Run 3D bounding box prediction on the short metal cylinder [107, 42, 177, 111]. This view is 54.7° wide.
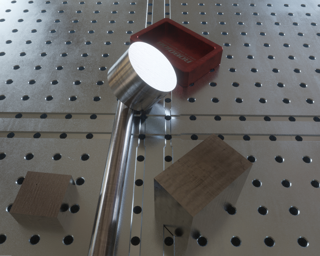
[{"bbox_3d":[-0.024,-0.070,0.425,0.080,0.050,0.080,26,45,-30],"label":"short metal cylinder"}]

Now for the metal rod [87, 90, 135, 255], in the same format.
[{"bbox_3d":[-0.051,0.026,0.385,0.025,0.025,0.300,3,50,2],"label":"metal rod"}]

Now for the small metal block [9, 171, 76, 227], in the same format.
[{"bbox_3d":[-0.127,0.078,0.341,0.050,0.025,0.050,5,50,4],"label":"small metal block"}]

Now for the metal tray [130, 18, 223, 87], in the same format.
[{"bbox_3d":[0.025,-0.129,0.513,0.091,0.030,0.130,-37,60,-27],"label":"metal tray"}]

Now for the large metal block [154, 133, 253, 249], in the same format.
[{"bbox_3d":[0.041,0.065,0.318,0.080,0.080,0.050,-34,58,-25],"label":"large metal block"}]
